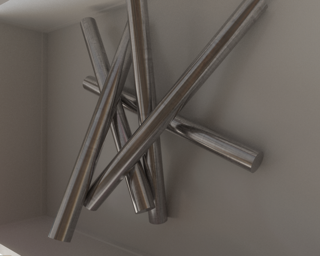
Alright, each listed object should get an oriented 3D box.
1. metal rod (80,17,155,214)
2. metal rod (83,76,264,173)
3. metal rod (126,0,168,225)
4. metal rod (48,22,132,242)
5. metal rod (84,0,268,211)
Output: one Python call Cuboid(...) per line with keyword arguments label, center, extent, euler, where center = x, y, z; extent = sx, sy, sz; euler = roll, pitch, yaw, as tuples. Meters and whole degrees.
Cuboid(label="metal rod", center=(-0.064, -0.032, 0.424), extent=(0.025, 0.025, 0.299), euler=(-36, 63, 34))
Cuboid(label="metal rod", center=(-0.006, -0.018, 0.412), extent=(0.300, 0.025, 0.025), euler=(27, 107, 36))
Cuboid(label="metal rod", center=(-0.016, -0.024, 0.382), extent=(0.025, 0.025, 0.298), euler=(4, 104, 40))
Cuboid(label="metal rod", center=(-0.072, -0.013, 0.390), extent=(0.025, 0.025, 0.299), euler=(0, 66, 40))
Cuboid(label="metal rod", center=(0.008, -0.021, 0.351), extent=(0.299, 0.025, 0.025), euler=(-50, 59, 11))
